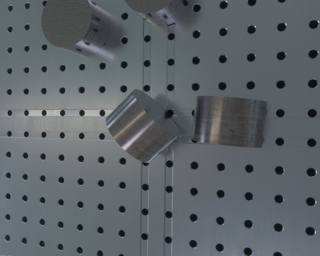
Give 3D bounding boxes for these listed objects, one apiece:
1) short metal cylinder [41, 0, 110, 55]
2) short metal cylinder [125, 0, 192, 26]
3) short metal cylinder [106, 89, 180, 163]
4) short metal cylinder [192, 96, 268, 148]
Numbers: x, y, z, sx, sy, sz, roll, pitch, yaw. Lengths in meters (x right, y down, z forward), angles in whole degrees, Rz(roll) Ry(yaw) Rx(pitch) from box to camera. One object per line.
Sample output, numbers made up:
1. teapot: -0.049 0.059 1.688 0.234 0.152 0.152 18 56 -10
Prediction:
1. short metal cylinder: -0.119 -0.148 0.441 0.080 0.050 0.079 0 90 20
2. short metal cylinder: -0.003 -0.180 0.400 0.080 0.050 0.079 0 90 20
3. short metal cylinder: -0.021 -0.003 0.391 0.050 0.080 0.080 -43 77 15
4. short metal cylinder: 0.079 -0.008 0.355 0.080 0.080 0.050 6 92 20
